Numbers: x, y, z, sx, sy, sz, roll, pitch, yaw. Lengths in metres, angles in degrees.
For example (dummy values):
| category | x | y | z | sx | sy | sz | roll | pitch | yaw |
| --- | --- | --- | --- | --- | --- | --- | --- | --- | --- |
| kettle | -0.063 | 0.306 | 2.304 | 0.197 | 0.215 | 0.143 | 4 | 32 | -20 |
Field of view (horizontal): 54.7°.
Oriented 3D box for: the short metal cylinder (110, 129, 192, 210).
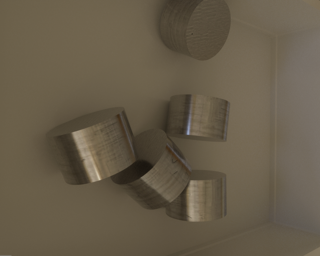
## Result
| category | x | y | z | sx | sy | sz | roll | pitch | yaw |
| --- | --- | --- | --- | --- | --- | --- | --- | --- | --- |
| short metal cylinder | -0.011 | 0.047 | 0.362 | 0.050 | 0.080 | 0.080 | 50 | 61 | -29 |

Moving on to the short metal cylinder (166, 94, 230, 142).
| category | x | y | z | sx | sy | sz | roll | pitch | yaw |
| --- | --- | --- | --- | --- | --- | --- | --- | --- | --- |
| short metal cylinder | 0.051 | -0.011 | 0.413 | 0.081 | 0.080 | 0.050 | 11 | 83 | -40 |

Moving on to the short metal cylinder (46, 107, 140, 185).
| category | x | y | z | sx | sy | sz | roll | pitch | yaw |
| --- | --- | --- | --- | --- | --- | --- | --- | --- | --- |
| short metal cylinder | -0.067 | 0.016 | 0.315 | 0.081 | 0.080 | 0.050 | -28 | 108 | -36 |

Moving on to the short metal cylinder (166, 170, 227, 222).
| category | x | y | z | sx | sy | sz | roll | pitch | yaw |
| --- | --- | --- | --- | --- | --- | --- | --- | --- | --- |
| short metal cylinder | 0.047 | 0.087 | 0.410 | 0.081 | 0.080 | 0.050 | -2 | 91 | -40 |

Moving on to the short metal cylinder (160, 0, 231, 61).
| category | x | y | z | sx | sy | sz | roll | pitch | yaw |
| --- | --- | --- | --- | --- | --- | --- | --- | --- | --- |
| short metal cylinder | 0.048 | -0.135 | 0.411 | 0.081 | 0.050 | 0.079 | -23 | 129 | -32 |
